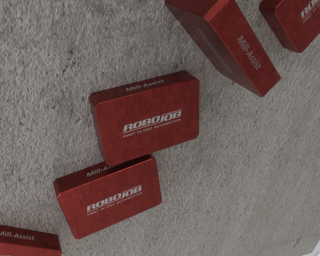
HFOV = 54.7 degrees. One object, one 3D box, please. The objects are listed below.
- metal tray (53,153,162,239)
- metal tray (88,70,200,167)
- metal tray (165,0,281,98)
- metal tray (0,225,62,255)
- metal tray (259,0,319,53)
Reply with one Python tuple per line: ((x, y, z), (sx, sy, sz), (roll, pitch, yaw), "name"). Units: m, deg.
((-0.066, 0.088, 0.422), (0.131, 0.030, 0.089), (-20, 126, -17), "metal tray")
((-0.015, -0.013, 0.387), (0.131, 0.030, 0.089), (-17, 125, -19), "metal tray")
((0.071, -0.096, 0.343), (0.030, 0.090, 0.130), (-47, 129, 5), "metal tray")
((-0.207, 0.170, 0.396), (0.131, 0.030, 0.090), (28, 103, -38), "metal tray")
((0.201, -0.176, 0.404), (0.130, 0.030, 0.090), (-49, 129, 6), "metal tray")
